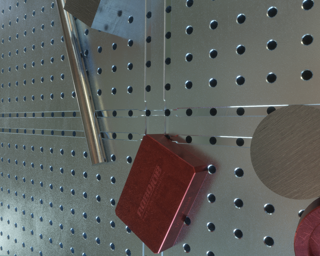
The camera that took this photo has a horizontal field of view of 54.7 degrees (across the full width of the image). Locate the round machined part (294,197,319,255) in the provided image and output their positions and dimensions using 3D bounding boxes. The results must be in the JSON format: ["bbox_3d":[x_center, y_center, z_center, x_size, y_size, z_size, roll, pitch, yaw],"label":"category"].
[{"bbox_3d":[0.165,0.095,0.252,0.098,0.042,0.097,8,106,30],"label":"round machined part"}]

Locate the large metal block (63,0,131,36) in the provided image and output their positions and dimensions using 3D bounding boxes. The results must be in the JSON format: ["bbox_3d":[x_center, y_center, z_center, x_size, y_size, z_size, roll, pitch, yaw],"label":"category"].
[{"bbox_3d":[-0.091,-0.197,0.466,0.080,0.050,0.079,40,114,32],"label":"large metal block"}]

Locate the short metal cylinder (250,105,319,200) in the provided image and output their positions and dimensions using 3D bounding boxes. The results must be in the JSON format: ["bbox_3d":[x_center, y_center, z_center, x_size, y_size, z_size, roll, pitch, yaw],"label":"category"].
[{"bbox_3d":[0.131,0.022,0.279,0.080,0.050,0.080,-6,81,42],"label":"short metal cylinder"}]

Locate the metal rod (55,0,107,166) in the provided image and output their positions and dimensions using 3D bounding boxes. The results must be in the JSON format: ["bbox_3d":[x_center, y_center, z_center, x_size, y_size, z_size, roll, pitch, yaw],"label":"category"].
[{"bbox_3d":[-0.133,-0.084,0.516,0.025,0.025,0.299,-25,75,37],"label":"metal rod"}]

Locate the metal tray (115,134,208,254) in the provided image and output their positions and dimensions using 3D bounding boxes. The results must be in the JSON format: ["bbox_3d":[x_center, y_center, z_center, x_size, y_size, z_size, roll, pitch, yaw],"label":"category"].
[{"bbox_3d":[-0.002,0.084,0.406,0.090,0.030,0.129,34,111,34],"label":"metal tray"}]
